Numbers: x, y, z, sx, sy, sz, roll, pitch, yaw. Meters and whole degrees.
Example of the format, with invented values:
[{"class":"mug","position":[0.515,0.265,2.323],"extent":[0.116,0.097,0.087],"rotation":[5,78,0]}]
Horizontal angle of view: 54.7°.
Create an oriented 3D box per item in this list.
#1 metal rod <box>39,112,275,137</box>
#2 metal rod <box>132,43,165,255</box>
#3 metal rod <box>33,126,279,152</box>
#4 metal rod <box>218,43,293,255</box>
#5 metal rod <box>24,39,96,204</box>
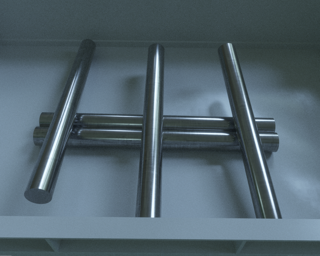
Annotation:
[{"class":"metal rod","position":[-0.004,-0.005,0.408],"extent":[0.302,0.025,0.025],"rotation":[1,50,0]},{"class":"metal rod","position":[-0.009,-0.003,0.374],"extent":[0.025,0.025,0.300],"rotation":[1,50,1]},{"class":"metal rod","position":[-0.005,0.014,0.392],"extent":[0.302,0.025,0.025],"rotation":[1,50,0]},{"class":"metal rod","position":[0.105,0.015,0.363],"extent":[0.025,0.025,0.299],"rotation":[-3,58,-3]},{"class":"metal rod","position":[-0.116,-0.036,0.401],"extent":[0.025,0.025,0.300],"rotation":[0,42,-1]}]
